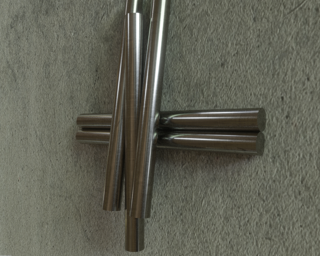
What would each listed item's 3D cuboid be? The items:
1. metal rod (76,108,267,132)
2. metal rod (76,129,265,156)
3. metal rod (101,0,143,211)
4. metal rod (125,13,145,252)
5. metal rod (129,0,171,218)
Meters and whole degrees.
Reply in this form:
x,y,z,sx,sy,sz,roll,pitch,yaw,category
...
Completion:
x,y,z,sx,sy,sz,roll,pitch,yaw,category
-0.011,-0.010,0.414,0.300,0.025,0.025,1,91,39,metal rod
-0.012,0.015,0.415,0.300,0.025,0.025,1,91,39,metal rod
-0.049,-0.042,0.417,0.025,0.025,0.298,0,82,39,metal rod
-0.032,0.005,0.398,0.025,0.025,0.298,0,90,39,metal rod
-0.010,-0.042,0.385,0.025,0.025,0.298,0,82,39,metal rod
